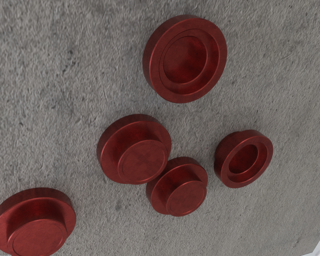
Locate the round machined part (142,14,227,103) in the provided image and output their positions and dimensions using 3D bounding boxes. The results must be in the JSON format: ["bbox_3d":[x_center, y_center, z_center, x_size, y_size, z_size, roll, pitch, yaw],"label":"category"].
[{"bbox_3d":[0.025,-0.081,0.359,0.099,0.042,0.097,-14,124,-21],"label":"round machined part"}]

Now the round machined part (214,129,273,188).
[{"bbox_3d":[0.127,0.044,0.492,0.099,0.042,0.097,-14,124,-21],"label":"round machined part"}]

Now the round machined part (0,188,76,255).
[{"bbox_3d":[-0.155,0.126,0.389,0.099,0.042,0.097,-14,124,-21],"label":"round machined part"}]

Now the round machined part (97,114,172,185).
[{"bbox_3d":[-0.028,0.034,0.401,0.099,0.042,0.097,-14,124,-21],"label":"round machined part"}]

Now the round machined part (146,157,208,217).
[{"bbox_3d":[0.032,0.096,0.472,0.099,0.042,0.097,-14,124,-21],"label":"round machined part"}]
